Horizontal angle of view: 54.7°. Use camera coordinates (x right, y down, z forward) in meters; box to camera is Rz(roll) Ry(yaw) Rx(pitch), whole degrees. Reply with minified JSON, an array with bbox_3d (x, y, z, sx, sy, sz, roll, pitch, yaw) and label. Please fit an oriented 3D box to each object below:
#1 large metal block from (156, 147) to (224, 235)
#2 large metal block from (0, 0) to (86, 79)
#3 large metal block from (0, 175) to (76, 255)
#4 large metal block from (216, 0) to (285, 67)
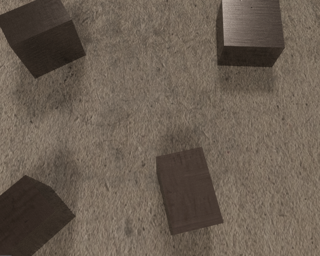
[{"bbox_3d":[0.029,0.075,0.352,0.050,0.080,0.080,-12,71,-5],"label":"large metal block"},{"bbox_3d":[-0.157,-0.123,0.422,0.080,0.080,0.050,-28,73,-10],"label":"large metal block"},{"bbox_3d":[-0.150,0.104,0.339,0.080,0.080,0.050,-42,76,-14],"label":"large metal block"},{"bbox_3d":[0.126,-0.137,0.446,0.081,0.050,0.080,2,70,0],"label":"large metal block"}]
